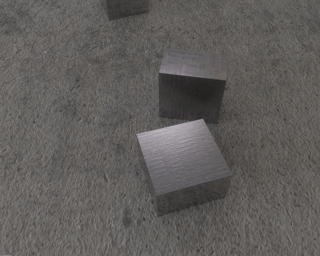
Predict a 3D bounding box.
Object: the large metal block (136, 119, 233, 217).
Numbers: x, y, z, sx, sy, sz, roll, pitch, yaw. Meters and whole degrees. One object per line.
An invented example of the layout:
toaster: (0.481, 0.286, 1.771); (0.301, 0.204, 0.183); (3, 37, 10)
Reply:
large metal block: (0.024, 0.043, 0.351); (0.081, 0.050, 0.080); (-13, 51, -11)

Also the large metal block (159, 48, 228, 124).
large metal block: (0.043, -0.054, 0.413); (0.080, 0.080, 0.050); (8, 51, 6)

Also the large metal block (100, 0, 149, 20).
large metal block: (-0.074, -0.261, 0.606); (0.081, 0.050, 0.080); (-16, 52, -13)
